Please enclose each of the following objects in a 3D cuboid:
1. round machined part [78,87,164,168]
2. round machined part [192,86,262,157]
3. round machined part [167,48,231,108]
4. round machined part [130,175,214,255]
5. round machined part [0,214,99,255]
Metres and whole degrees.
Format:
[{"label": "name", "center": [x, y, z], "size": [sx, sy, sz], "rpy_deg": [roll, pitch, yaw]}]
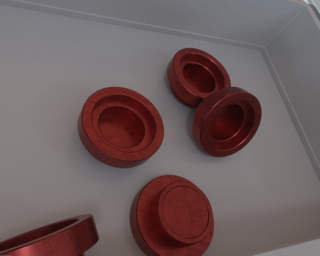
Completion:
[{"label": "round machined part", "center": [-0.048, 0.003, 0.368], "size": [0.099, 0.042, 0.098], "rpy_deg": [14, 56, -21]}, {"label": "round machined part", "center": [0.087, -0.012, 0.427], "size": [0.099, 0.097, 0.042], "rpy_deg": [0, 27, -29]}, {"label": "round machined part", "center": [0.054, -0.070, 0.468], "size": [0.099, 0.042, 0.098], "rpy_deg": [14, 55, -20]}, {"label": "round machined part", "center": [0.020, 0.098, 0.347], "size": [0.099, 0.042, 0.098], "rpy_deg": [14, 56, -21]}, {"label": "round machined part", "center": [-0.096, 0.106, 0.245], "size": [0.099, 0.098, 0.042], "rpy_deg": [-14, 83, -34]}]
